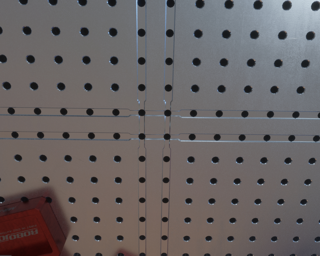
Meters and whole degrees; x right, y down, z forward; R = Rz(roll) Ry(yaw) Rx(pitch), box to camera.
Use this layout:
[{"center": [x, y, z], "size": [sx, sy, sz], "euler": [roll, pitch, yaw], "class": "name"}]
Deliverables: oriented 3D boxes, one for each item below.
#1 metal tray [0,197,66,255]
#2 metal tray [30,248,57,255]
[{"center": [-0.222, 0.162, 0.467], "size": [0.131, 0.030, 0.089], "euler": [-14, 110, 4], "class": "metal tray"}, {"center": [-0.186, 0.267, 0.506], "size": [0.090, 0.030, 0.130], "euler": [-25, 109, 8], "class": "metal tray"}]
